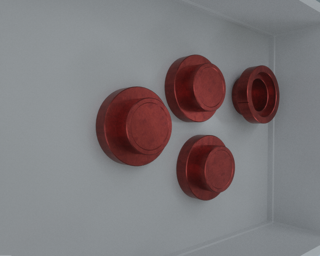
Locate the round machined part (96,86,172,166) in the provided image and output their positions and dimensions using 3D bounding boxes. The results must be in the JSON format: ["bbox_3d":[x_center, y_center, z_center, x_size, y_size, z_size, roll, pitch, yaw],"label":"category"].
[{"bbox_3d":[-0.024,-0.002,0.377,0.099,0.042,0.097,0,90,-40],"label":"round machined part"}]

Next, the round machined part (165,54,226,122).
[{"bbox_3d":[0.057,-0.057,0.446,0.099,0.042,0.097,0,90,-40],"label":"round machined part"}]

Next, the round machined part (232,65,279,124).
[{"bbox_3d":[0.161,-0.056,0.534,0.099,0.042,0.097,0,90,-40],"label":"round machined part"}]

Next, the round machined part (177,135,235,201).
[{"bbox_3d":[0.075,0.059,0.461,0.099,0.042,0.097,0,90,-40],"label":"round machined part"}]
